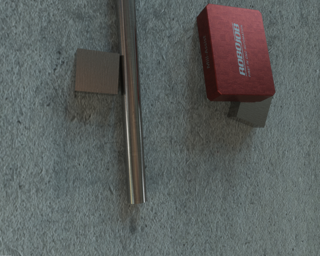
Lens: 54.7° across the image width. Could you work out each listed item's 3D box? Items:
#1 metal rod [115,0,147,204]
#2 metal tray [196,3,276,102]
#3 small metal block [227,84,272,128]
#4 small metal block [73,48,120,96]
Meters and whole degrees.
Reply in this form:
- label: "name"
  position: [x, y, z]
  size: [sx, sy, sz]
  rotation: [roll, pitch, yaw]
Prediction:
- label: "metal rod"
  position: [-0.038, -0.054, 0.395]
  size: [0.025, 0.025, 0.298]
  rotation: [-4, 91, -20]
- label: "metal tray"
  position: [0.105, -0.103, 0.431]
  size: [0.091, 0.030, 0.129]
  rotation: [-1, 77, -20]
- label: "small metal block"
  position: [0.134, -0.032, 0.460]
  size: [0.050, 0.025, 0.050]
  rotation: [19, 84, -20]
- label: "small metal block"
  position: [-0.078, -0.067, 0.381]
  size: [0.050, 0.025, 0.050]
  rotation: [3, 89, -20]
